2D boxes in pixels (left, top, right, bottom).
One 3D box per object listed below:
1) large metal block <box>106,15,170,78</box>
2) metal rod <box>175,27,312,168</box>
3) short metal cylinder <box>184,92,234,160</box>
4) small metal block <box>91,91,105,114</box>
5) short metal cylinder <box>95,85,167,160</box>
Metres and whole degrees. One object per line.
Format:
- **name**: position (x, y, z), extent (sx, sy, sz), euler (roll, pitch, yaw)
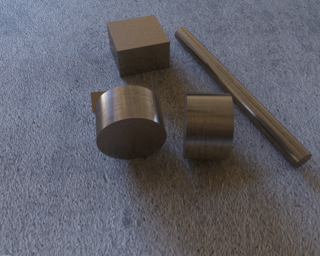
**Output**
- **large metal block**: position (-0.035, -0.133, 0.499), extent (0.081, 0.050, 0.080), euler (-14, 51, -11)
- **metal rod**: position (0.104, -0.063, 0.456), extent (0.025, 0.025, 0.300), euler (-21, 53, -17)
- **short metal cylinder**: position (0.055, -0.002, 0.370), extent (0.050, 0.080, 0.080), euler (2, 50, 2)
- **small metal block**: position (-0.062, -0.032, 0.410), extent (0.050, 0.050, 0.025), euler (-6, 86, -5)
- **short metal cylinder**: position (-0.036, -0.005, 0.370), extent (0.081, 0.080, 0.050), euler (-7, 52, -6)
